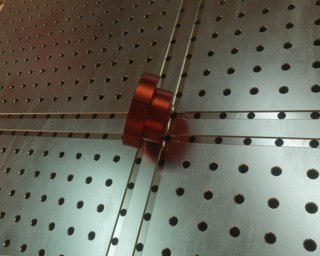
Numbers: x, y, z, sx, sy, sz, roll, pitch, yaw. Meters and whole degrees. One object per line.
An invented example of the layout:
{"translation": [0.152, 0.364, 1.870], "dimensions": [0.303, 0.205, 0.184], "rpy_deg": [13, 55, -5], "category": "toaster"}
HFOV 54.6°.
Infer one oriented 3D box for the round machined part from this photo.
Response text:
{"translation": [-0.012, -0.018, 0.392], "dimensions": [0.042, 0.098, 0.098], "rpy_deg": [17, 67, 2], "category": "round machined part"}
